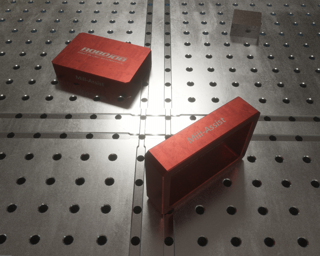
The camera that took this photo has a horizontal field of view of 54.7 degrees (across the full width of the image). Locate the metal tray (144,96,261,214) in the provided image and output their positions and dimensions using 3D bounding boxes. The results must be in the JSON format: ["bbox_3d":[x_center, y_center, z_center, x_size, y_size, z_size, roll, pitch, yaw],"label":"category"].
[{"bbox_3d":[0.046,0.030,0.340,0.131,0.089,0.030,-30,57,-23],"label":"metal tray"}]

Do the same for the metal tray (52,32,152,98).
[{"bbox_3d":[-0.089,-0.103,0.490,0.130,0.030,0.090,17,52,13],"label":"metal tray"}]

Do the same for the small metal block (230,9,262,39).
[{"bbox_3d":[0.158,-0.192,0.572,0.050,0.025,0.050,10,51,8],"label":"small metal block"}]
